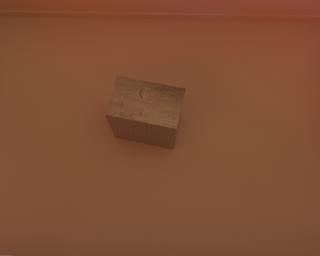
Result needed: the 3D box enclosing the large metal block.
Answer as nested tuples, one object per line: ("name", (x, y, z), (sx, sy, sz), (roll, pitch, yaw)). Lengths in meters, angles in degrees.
("large metal block", (-0.016, -0.016, 0.384), (0.080, 0.080, 0.050), (12, 71, 4))
